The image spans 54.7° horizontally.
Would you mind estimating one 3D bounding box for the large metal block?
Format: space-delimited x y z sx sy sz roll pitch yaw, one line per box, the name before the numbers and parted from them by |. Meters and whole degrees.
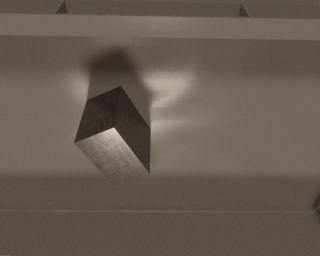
large metal block | -0.053 0.009 0.380 0.050 0.080 0.080 -21 127 16
